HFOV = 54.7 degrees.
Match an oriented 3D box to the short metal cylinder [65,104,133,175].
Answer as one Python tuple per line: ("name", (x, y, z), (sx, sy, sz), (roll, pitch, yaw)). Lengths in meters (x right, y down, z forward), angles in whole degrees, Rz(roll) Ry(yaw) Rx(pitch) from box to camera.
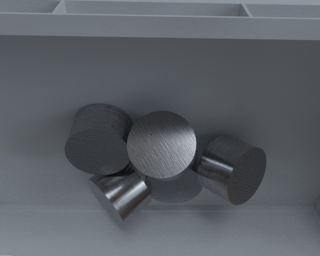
("short metal cylinder", (-0.077, 0.016, 0.402), (0.081, 0.050, 0.079), (0, 130, 0))

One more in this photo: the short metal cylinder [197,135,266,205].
("short metal cylinder", (0.096, 0.055, 0.412), (0.081, 0.050, 0.079), (-17, 118, -36))

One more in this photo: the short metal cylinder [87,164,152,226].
("short metal cylinder", (-0.057, 0.090, 0.438), (0.050, 0.080, 0.080), (-37, 135, -25))

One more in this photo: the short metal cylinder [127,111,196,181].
("short metal cylinder", (0.004, 0.024, 0.382), (0.080, 0.080, 0.050), (-6, 166, 4))

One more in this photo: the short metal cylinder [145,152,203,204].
("short metal cylinder", (0.019, 0.064, 0.446), (0.081, 0.050, 0.079), (0, 130, 0))
